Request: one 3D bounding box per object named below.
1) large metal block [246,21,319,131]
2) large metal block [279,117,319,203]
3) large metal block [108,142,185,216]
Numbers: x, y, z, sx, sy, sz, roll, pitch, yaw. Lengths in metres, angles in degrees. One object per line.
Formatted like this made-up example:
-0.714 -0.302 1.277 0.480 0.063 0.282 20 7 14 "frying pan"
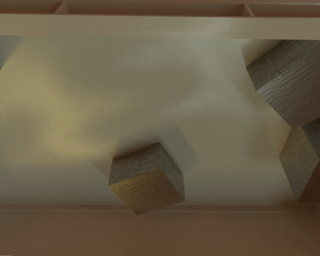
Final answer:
0.159 -0.055 0.347 0.080 0.050 0.080 37 121 -27 "large metal block"
0.206 0.042 0.410 0.050 0.080 0.079 1 130 -1 "large metal block"
-0.017 0.077 0.458 0.080 0.050 0.080 -21 127 17 "large metal block"
